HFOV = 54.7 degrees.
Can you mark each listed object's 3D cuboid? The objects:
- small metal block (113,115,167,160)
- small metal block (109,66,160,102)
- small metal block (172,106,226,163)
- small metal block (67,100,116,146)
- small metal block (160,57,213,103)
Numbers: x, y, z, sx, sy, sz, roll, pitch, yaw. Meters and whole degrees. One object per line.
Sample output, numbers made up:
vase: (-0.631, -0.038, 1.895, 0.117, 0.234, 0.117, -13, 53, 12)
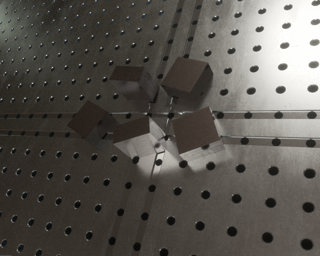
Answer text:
small metal block: (-0.025, 0.014, 0.396, 0.050, 0.050, 0.025, -17, 55, 18)
small metal block: (-0.036, -0.064, 0.449, 0.050, 0.050, 0.025, 9, 66, 31)
small metal block: (0.046, 0.008, 0.378, 0.050, 0.025, 0.050, -21, 54, 15)
small metal block: (-0.103, -0.008, 0.465, 0.050, 0.025, 0.050, 29, 77, 37)
small metal block: (0.038, -0.068, 0.429, 0.050, 0.025, 0.050, 21, 72, 35)
